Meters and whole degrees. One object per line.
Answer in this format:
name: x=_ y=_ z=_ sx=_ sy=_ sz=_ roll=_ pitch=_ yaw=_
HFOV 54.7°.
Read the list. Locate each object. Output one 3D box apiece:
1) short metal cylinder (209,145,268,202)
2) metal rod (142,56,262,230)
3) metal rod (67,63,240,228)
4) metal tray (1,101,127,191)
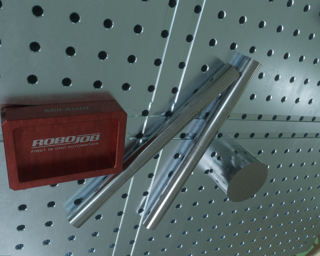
short metal cylinder: x=0.130 y=0.076 z=0.516 sx=0.081 sy=0.050 sz=0.079 roll=-14 pitch=125 yaw=-21
metal rod: x=0.056 y=0.031 z=0.463 sx=0.025 sy=0.025 sz=0.298 roll=20 pitch=108 yaw=-36
metal rod: x=-0.010 y=0.025 z=0.422 sx=0.300 sy=0.025 sz=0.025 roll=-44 pitch=130 yaw=2
metal tray: x=-0.108 y=0.018 z=0.361 sx=0.131 sy=0.030 sz=0.089 roll=-6 pitch=121 yaw=-26
